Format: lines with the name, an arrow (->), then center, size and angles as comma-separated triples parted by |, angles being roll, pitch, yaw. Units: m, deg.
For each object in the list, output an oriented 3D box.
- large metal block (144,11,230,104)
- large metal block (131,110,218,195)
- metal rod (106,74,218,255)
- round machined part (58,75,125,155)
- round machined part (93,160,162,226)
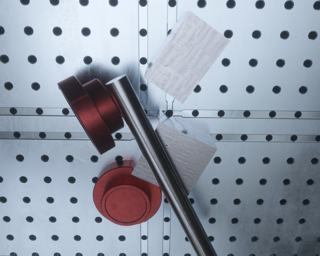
large metal block -> 0.027, -0.084, 0.353 | 0.050, 0.080, 0.080 | 33, 107, -12
large metal block -> 0.017, 0.034, 0.413 | 0.080, 0.050, 0.080 | 25, 108, -9
metal rod -> 0.015, 0.074, 0.387 | 0.025, 0.025, 0.299 | -24, 109, 8
round machined part -> -0.078, -0.020, 0.371 | 0.042, 0.098, 0.098 | -31, 109, -13
round machined part -> -0.046, 0.099, 0.440 | 0.099, 0.042, 0.097 | 0, 110, 0
